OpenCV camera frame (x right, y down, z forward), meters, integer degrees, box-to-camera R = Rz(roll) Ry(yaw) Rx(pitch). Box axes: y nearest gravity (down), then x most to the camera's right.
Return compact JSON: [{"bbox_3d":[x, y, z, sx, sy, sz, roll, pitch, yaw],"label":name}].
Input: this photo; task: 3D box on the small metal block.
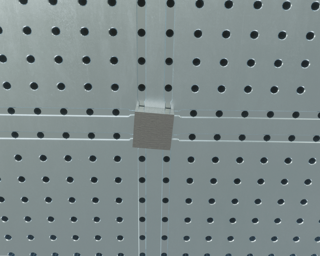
[{"bbox_3d":[-0.009,0.000,0.413,0.050,0.025,0.050,5,110,-2],"label":"small metal block"}]
